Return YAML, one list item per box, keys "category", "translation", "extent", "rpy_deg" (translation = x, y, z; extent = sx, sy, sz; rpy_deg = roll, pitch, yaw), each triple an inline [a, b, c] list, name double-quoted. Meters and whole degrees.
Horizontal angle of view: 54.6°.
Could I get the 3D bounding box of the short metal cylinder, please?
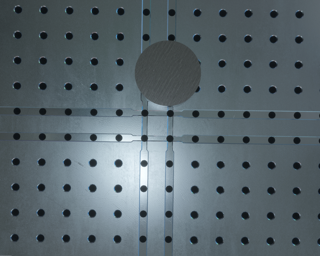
- category: "short metal cylinder"
  translation: [0.010, -0.067, 0.401]
  extent: [0.080, 0.050, 0.080]
  rpy_deg: [0, 90, 0]
